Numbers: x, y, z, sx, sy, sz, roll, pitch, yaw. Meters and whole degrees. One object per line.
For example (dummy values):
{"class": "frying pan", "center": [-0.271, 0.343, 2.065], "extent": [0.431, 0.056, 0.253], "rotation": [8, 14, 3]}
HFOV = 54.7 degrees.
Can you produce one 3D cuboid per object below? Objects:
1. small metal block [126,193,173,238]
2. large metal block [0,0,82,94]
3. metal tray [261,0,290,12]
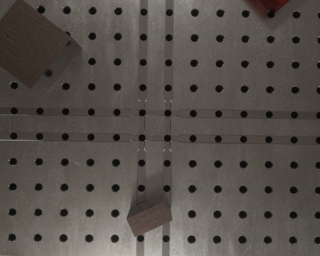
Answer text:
{"class": "small metal block", "center": [-0.013, 0.111, 0.401], "extent": [0.050, 0.050, 0.025], "rotation": [-24, 90, 0]}
{"class": "large metal block", "center": [-0.163, -0.103, 0.399], "extent": [0.080, 0.050, 0.080], "rotation": [38, 90, -1]}
{"class": "metal tray", "center": [0.145, -0.234, 0.413], "extent": [0.090, 0.030, 0.130], "rotation": [-43, 91, 0]}
